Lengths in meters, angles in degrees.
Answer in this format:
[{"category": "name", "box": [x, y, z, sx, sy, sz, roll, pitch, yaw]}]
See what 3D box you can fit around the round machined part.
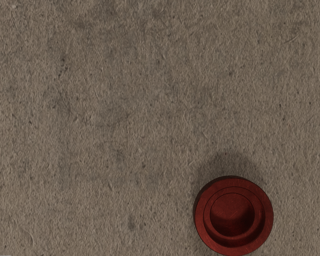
[{"category": "round machined part", "box": [0.092, 0.110, 0.403, 0.099, 0.042, 0.097, 0, 90, -1]}]
